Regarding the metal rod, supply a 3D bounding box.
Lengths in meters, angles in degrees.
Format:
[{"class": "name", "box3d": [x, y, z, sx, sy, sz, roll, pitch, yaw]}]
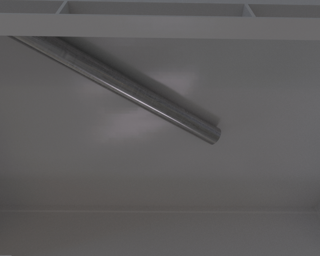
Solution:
[{"class": "metal rod", "box3d": [-0.050, -0.053, 0.363, 0.301, 0.025, 0.025, 27, 125, -22]}]
